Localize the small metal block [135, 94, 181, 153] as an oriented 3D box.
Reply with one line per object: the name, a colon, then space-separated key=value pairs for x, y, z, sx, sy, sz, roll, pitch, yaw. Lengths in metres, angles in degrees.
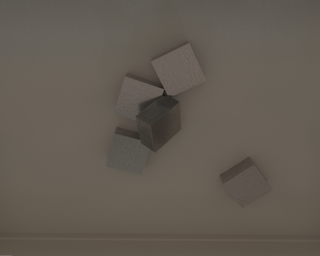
small metal block: x=0.000 y=-0.006 z=0.385 sx=0.050 sy=0.025 sz=0.050 roll=-41 pitch=146 yaw=-27

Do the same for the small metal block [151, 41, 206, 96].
small metal block: x=0.023 y=-0.073 z=0.385 sx=0.050 sy=0.025 sz=0.050 roll=-25 pitch=109 yaw=8

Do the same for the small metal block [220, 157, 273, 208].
small metal block: x=0.122 y=0.078 z=0.441 sx=0.050 sy=0.025 sz=0.050 roll=-35 pitch=107 yaw=12

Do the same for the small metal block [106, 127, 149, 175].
small metal block: x=-0.042 y=0.031 z=0.422 sx=0.050 sy=0.025 sz=0.050 roll=15 pitch=109 yaw=-6

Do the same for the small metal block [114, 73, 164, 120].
small metal block: x=-0.027 y=-0.037 z=0.397 sx=0.050 sy=0.025 sz=0.050 roll=18 pitch=109 yaw=-7
